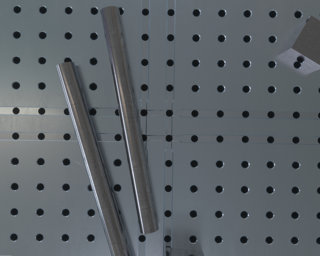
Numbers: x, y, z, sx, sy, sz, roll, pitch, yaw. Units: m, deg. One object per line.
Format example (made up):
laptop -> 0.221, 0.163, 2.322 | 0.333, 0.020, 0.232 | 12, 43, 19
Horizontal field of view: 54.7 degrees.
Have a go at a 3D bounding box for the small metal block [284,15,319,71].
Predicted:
small metal block -> 0.205, -0.113, 0.415 | 0.050, 0.025, 0.050 | 31, 90, 0

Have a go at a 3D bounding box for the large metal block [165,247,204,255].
large metal block -> 0.030, 0.206, 0.386 | 0.050, 0.080, 0.079 | 5, 90, 0

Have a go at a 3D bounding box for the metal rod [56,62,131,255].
metal rod -> -0.084, 0.059, 0.412 | 0.025, 0.025, 0.298 | -16, 90, 0

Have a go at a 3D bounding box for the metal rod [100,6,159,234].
metal rod -> -0.040, -0.010, 0.413 | 0.025, 0.025, 0.298 | -10, 90, 0
